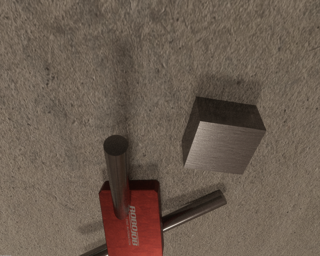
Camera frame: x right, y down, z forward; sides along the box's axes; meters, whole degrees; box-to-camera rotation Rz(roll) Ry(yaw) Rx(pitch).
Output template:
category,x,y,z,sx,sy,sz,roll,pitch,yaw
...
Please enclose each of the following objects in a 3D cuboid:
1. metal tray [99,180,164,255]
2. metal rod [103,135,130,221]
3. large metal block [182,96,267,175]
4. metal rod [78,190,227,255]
category,x,y,z,sx,sy,sz,roll,pitch,yaw
metal tray,-0.043,0.148,0.498,0.091,0.030,0.129,-2,110,5
metal rod,-0.055,0.099,0.438,0.025,0.025,0.298,3,146,-3
large metal block,0.078,0.011,0.402,0.081,0.050,0.079,8,130,-7
metal rod,-0.025,0.182,0.540,0.300,0.025,0.025,-29,125,13
